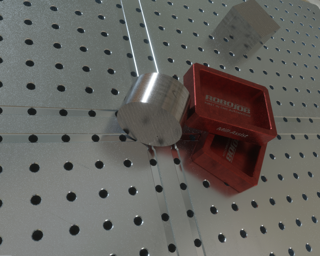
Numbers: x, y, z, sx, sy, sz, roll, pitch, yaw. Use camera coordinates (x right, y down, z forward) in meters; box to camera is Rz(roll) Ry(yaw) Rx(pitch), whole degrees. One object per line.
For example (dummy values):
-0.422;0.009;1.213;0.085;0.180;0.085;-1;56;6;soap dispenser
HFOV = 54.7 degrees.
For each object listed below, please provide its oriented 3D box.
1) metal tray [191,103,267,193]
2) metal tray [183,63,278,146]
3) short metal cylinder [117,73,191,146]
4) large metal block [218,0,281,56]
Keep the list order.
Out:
0.109;0.016;0.453;0.090;0.030;0.130;34;51;-6;metal tray
0.098;-0.032;0.438;0.131;0.030;0.090;14;56;-20;metal tray
-0.006;-0.021;0.383;0.080;0.080;0.050;28;52;-11;short metal cylinder
0.175;-0.199;0.608;0.081;0.050;0.080;-34;81;-38;large metal block
